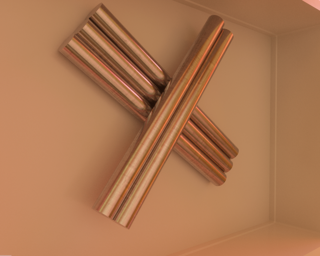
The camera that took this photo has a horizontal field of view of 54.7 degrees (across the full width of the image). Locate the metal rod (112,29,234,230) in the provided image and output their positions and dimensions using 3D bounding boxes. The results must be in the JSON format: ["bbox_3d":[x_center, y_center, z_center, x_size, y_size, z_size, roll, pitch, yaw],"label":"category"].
[{"bbox_3d":[0.025,-0.016,0.393,0.025,0.025,0.300,45,63,-31],"label":"metal rod"}]

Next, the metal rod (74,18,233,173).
[{"bbox_3d":[0.010,-0.024,0.413,0.300,0.025,0.025,42,65,-32],"label":"metal rod"}]

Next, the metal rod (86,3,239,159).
[{"bbox_3d":[0.022,-0.045,0.423,0.300,0.025,0.025,42,65,-32],"label":"metal rod"}]

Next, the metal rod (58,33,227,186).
[{"bbox_3d":[-0.002,-0.005,0.402,0.300,0.025,0.025,42,65,-32],"label":"metal rod"}]

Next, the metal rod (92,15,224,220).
[{"bbox_3d":[0.010,-0.030,0.380,0.025,0.025,0.300,45,63,-31],"label":"metal rod"}]
